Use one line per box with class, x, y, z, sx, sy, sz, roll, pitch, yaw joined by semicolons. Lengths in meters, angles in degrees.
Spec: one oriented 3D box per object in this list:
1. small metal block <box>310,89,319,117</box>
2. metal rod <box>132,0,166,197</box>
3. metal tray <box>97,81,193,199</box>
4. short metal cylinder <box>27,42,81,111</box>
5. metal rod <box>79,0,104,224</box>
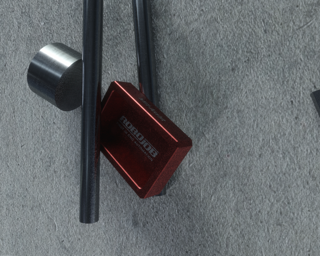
small metal block;0.201;-0.025;0.338;0.050;0.025;0.050;-22;83;18
metal rod;-0.016;-0.060;0.414;0.025;0.025;0.298;-5;88;20
metal tray;-0.031;0.012;0.392;0.130;0.030;0.089;44;116;28
short metal cylinder;-0.132;-0.070;0.426;0.050;0.080;0.080;31;100;17
metal rod;-0.088;-0.027;0.399;0.025;0.025;0.298;3;94;20
